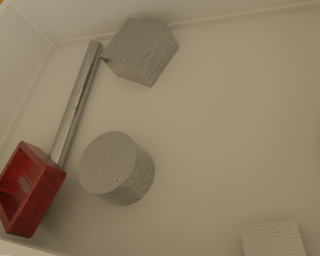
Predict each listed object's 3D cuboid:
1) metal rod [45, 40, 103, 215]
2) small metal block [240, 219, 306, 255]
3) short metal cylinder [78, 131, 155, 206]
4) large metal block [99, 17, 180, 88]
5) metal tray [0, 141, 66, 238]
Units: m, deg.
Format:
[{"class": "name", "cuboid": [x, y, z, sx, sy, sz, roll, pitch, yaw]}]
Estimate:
[{"class": "metal rod", "cuboid": [-0.140, -0.017, 0.486, 0.025, 0.025, 0.299, -3, 60, 26]}, {"class": "small metal block", "cuboid": [0.105, 0.114, 0.280, 0.050, 0.025, 0.050, -16, 55, 18]}, {"class": "short metal cylinder", "cuboid": [-0.053, 0.051, 0.385, 0.080, 0.050, 0.080, -13, 56, 20]}, {"class": "large metal block", "cuboid": [-0.031, -0.117, 0.476, 0.080, 0.050, 0.080, 24, 75, 36]}, {"class": "metal tray", "cuboid": [-0.182, 0.076, 0.418, 0.130, 0.030, 0.090, 19, 79, 52]}]
